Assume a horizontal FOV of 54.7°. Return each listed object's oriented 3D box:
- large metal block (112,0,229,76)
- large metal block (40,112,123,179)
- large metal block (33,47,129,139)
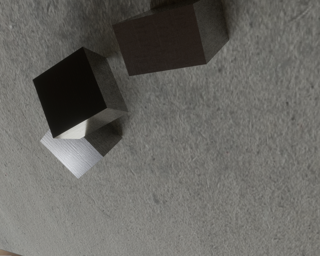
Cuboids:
[{"bbox_3d":[0.015,-0.093,0.305,0.080,0.080,0.050,-3,117,29],"label":"large metal block"},{"bbox_3d":[-0.117,0.017,0.459,0.080,0.050,0.080,47,130,-5],"label":"large metal block"},{"bbox_3d":[-0.098,-0.040,0.383,0.080,0.050,0.080,-27,78,18],"label":"large metal block"}]
